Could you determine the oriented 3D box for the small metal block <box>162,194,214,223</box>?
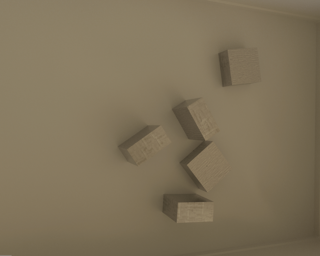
[{"bbox_3d":[0.036,0.105,0.411,0.050,0.050,0.025,4,89,-20],"label":"small metal block"}]

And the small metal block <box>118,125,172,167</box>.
[{"bbox_3d":[-0.021,0.021,0.390,0.050,0.050,0.025,-36,102,-16],"label":"small metal block"}]

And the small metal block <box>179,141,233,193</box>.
[{"bbox_3d":[0.065,0.053,0.434,0.050,0.025,0.050,-40,103,-16],"label":"small metal block"}]

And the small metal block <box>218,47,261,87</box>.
[{"bbox_3d":[0.117,-0.089,0.453,0.050,0.025,0.050,-9,93,-20],"label":"small metal block"}]

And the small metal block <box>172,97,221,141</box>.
[{"bbox_3d":[0.047,-0.011,0.414,0.025,0.050,0.050,-33,101,-17],"label":"small metal block"}]
